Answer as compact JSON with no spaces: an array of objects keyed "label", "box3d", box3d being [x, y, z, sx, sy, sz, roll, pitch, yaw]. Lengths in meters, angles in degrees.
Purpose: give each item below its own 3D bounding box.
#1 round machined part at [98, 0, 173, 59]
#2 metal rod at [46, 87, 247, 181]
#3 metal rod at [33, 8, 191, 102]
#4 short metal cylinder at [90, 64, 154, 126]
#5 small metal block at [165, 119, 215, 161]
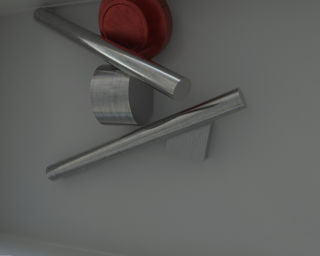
[{"label":"round machined part","box3d":[-0.037,-0.130,0.393,0.098,0.042,0.097,12,121,21]},{"label":"metal rod","box3d":[-0.036,0.017,0.402,0.300,0.025,0.025,-22,83,25]},{"label":"metal rod","box3d":[-0.080,-0.104,0.387,0.300,0.025,0.025,34,101,36]},{"label":"short metal cylinder","box3d":[-0.046,-0.042,0.396,0.050,0.080,0.079,1,90,20]},{"label":"small metal block","box3d":[0.038,0.011,0.396,0.050,0.025,0.050,12,94,19]}]
